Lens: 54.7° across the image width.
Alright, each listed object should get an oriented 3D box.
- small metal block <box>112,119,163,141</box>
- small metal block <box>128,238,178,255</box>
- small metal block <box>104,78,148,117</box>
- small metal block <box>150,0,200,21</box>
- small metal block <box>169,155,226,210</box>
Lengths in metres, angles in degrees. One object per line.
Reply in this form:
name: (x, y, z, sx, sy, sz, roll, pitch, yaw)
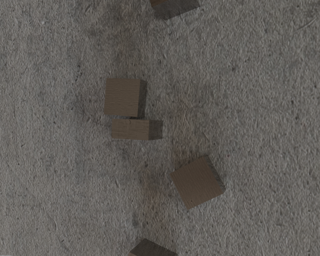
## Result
small metal block: (-0.028, 0.001, 0.406, 0.050, 0.050, 0.025, 3, 91, 20)
small metal block: (-0.011, 0.173, 0.399, 0.050, 0.050, 0.025, 19, 97, 19)
small metal block: (-0.047, -0.041, 0.426, 0.050, 0.025, 0.050, 5, 92, 20)
small metal block: (0.018, -0.164, 0.389, 0.050, 0.050, 0.025, -16, 85, 19)
small metal block: (0.048, 0.068, 0.392, 0.050, 0.025, 0.050, -30, 80, 17)
